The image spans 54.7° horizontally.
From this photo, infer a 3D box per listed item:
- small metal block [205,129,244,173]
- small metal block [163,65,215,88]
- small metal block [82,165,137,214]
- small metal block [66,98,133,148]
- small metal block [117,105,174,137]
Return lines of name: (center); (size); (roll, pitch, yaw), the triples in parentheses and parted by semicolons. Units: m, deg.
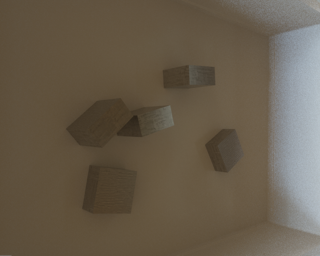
small metal block: (0.105, 0.036, 0.497); (0.050, 0.025, 0.050); (-37, 113, -34)
small metal block: (0.040, -0.069, 0.426); (0.050, 0.050, 0.025); (-6, 94, -40)
small metal block: (-0.058, 0.072, 0.360); (0.050, 0.025, 0.050); (13, 82, -40)
small metal block: (-0.066, -0.006, 0.337); (0.050, 0.050, 0.025); (-49, 119, -29)
small metal block: (-0.020, -0.009, 0.375); (0.050, 0.050, 0.025); (-20, 103, -39)
